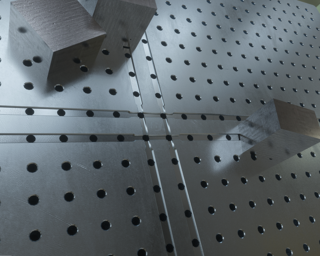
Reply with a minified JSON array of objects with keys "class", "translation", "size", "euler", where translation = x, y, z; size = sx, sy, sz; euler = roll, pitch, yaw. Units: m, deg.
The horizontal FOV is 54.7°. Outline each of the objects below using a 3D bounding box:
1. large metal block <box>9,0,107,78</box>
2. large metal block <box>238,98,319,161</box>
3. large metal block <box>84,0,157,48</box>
[{"class":"large metal block","translation":[-0.131,-0.122,0.397],"size":[0.080,0.050,0.081],"euler":[49,51,6]},{"class":"large metal block","translation":[0.179,0.006,0.468],"size":[0.081,0.080,0.050],"euler":[13,57,-22]},{"class":"large metal block","translation":[-0.061,-0.166,0.443],"size":[0.081,0.080,0.050],"euler":[2,61,-28]}]
